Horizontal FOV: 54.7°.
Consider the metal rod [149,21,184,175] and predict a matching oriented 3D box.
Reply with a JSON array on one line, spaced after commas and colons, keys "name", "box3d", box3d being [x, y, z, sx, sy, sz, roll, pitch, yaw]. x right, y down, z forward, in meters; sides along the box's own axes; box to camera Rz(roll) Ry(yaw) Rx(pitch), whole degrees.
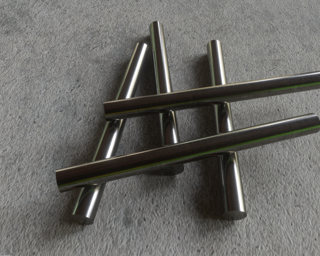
[{"name": "metal rod", "box3d": [0.005, -0.066, 0.458, 0.025, 0.025, 0.300, -3, 50, -3]}]

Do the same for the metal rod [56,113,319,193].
[{"name": "metal rod", "box3d": [0.040, 0.024, 0.348, 0.302, 0.025, 0.025, -12, 51, -10]}]

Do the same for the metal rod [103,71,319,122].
[{"name": "metal rod", "box3d": [0.079, -0.044, 0.406, 0.302, 0.025, 0.025, -9, 51, -8]}]

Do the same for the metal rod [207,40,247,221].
[{"name": "metal rod", "box3d": [0.085, -0.022, 0.422, 0.025, 0.025, 0.300, 2, 50, 1]}]

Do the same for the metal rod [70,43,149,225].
[{"name": "metal rod", "box3d": [-0.056, -0.018, 0.417, 0.025, 0.025, 0.300, 8, 50, 6]}]
